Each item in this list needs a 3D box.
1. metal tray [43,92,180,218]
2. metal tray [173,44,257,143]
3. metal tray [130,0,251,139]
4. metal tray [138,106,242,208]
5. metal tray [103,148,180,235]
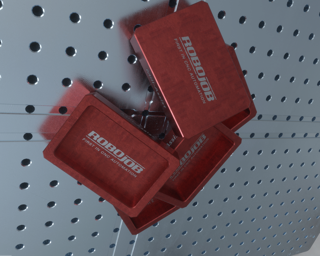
[{"bbox_3d":[-0.054,0.031,0.359,0.130,0.030,0.090,37,98,-9],"label":"metal tray"},{"bbox_3d":[0.075,-0.041,0.425,0.090,0.030,0.130,-37,130,-4],"label":"metal tray"},{"bbox_3d":[0.035,-0.064,0.350,0.091,0.030,0.129,-27,98,-12],"label":"metal tray"},{"bbox_3d":[0.039,0.041,0.418,0.090,0.030,0.130,33,100,-39],"label":"metal tray"},{"bbox_3d":[-0.026,0.090,0.451,0.090,0.030,0.129,-29,129,-10],"label":"metal tray"}]
